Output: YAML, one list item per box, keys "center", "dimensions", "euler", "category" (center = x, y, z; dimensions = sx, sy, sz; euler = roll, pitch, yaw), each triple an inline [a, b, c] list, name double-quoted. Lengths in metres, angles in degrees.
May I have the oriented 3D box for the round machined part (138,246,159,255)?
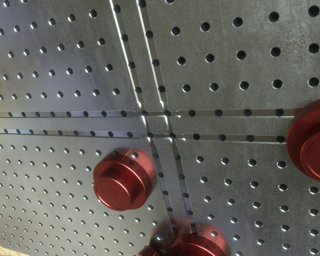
- center: [-0.008, 0.257, 0.537]
  dimensions: [0.098, 0.042, 0.098]
  euler: [42, 155, 26]
  category: "round machined part"

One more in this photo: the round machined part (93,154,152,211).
- center: [-0.066, 0.093, 0.493]
  dimensions: [0.098, 0.042, 0.097]
  euler: [13, 124, 21]
  category: "round machined part"

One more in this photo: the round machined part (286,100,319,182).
- center: [0.182, 0.021, 0.317]
  dimensions: [0.098, 0.042, 0.097]
  euler: [13, 124, 21]
  category: "round machined part"

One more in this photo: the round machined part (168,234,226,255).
- center: [0.058, 0.226, 0.509]
  dimensions: [0.098, 0.042, 0.097]
  euler: [13, 124, 21]
  category: "round machined part"
